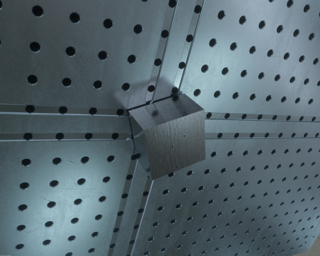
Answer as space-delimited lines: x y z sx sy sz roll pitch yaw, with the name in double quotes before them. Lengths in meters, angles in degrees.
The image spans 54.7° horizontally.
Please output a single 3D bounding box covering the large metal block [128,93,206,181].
"large metal block" 0.011 0.011 0.406 0.081 0.050 0.079 -19 126 -18
